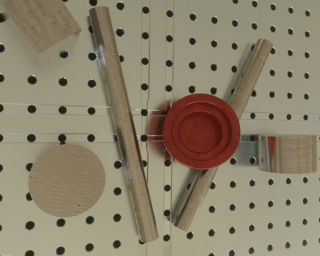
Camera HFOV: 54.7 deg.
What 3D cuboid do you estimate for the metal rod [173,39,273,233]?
[{"bbox_3d":[0.094,0.005,0.447,0.025,0.025,0.299,29,80,-18],"label":"metal rod"}]

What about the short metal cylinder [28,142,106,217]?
[{"bbox_3d":[-0.108,0.057,0.360,0.081,0.050,0.080,0,90,-20],"label":"short metal cylinder"}]

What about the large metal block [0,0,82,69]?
[{"bbox_3d":[-0.134,-0.118,0.334,0.050,0.080,0.080,-37,102,-16],"label":"large metal block"}]

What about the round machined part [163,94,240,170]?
[{"bbox_3d":[0.053,0.007,0.411,0.099,0.042,0.098,0,80,-1],"label":"round machined part"}]

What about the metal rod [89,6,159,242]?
[{"bbox_3d":[-0.045,-0.001,0.395,0.025,0.025,0.298,-14,95,-20],"label":"metal rod"}]

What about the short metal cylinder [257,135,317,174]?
[{"bbox_3d":[0.184,0.036,0.451,0.081,0.080,0.050,-1,91,-20],"label":"short metal cylinder"}]
